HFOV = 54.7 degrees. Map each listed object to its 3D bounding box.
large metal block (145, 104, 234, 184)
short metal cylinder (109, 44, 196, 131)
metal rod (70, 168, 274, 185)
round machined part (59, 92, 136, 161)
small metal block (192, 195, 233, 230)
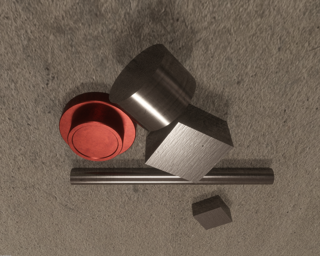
[{"bbox_3d":[0.036,0.019,0.407,0.080,0.050,0.080,24,126,-20],"label":"large metal block"},{"bbox_3d":[-0.009,-0.043,0.334,0.080,0.080,0.050,-34,123,25],"label":"short metal cylinder"},{"bbox_3d":[0.019,0.073,0.469,0.302,0.025,0.025,0,130,-1],"label":"metal rod"},{"bbox_3d":[-0.080,0.005,0.399,0.099,0.042,0.097,-1,130,0],"label":"round machined part"},{"bbox_3d":[0.090,0.146,0.533,0.050,0.025,0.050,-25,126,19],"label":"small metal block"}]
